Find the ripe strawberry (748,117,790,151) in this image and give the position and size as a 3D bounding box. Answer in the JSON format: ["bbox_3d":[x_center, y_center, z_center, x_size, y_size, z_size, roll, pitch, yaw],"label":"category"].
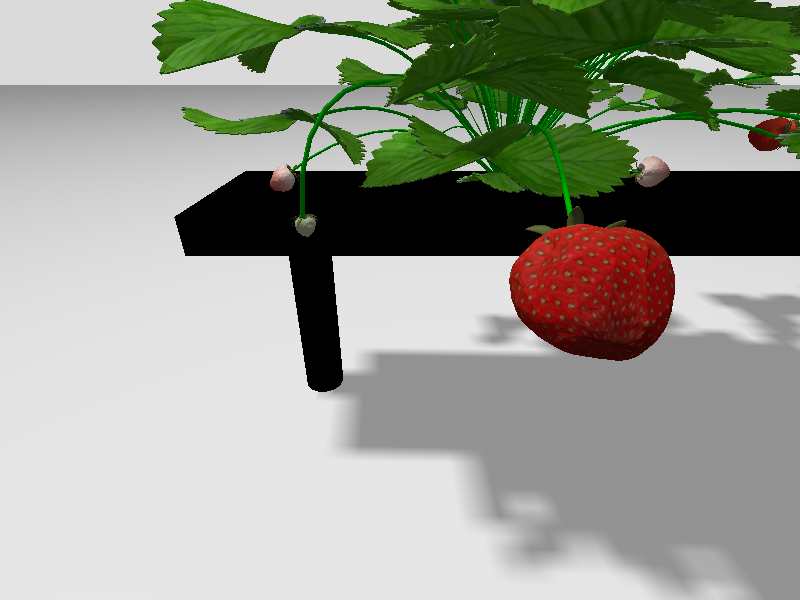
[{"bbox_3d":[0.455,-0.205,0.495,0.034,0.039,0.037,-13,30,-22],"label":"ripe strawberry"}]

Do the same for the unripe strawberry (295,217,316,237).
[{"bbox_3d":[-0.045,-0.035,0.190,0.009,0.010,0.010,22,36,33],"label":"unripe strawberry"}]

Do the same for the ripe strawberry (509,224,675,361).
[{"bbox_3d":[0.062,-0.001,0.132,0.050,0.045,0.045,3,41,6],"label":"ripe strawberry"}]

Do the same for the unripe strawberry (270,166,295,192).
[{"bbox_3d":[-0.097,-0.099,0.329,0.022,0.019,0.022,-32,28,12],"label":"unripe strawberry"}]

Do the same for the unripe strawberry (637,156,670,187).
[{"bbox_3d":[0.220,-0.110,0.346,0.026,0.025,0.024,-1,30,-2],"label":"unripe strawberry"}]

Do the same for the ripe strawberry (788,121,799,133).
[{"bbox_3d":[0.542,-0.233,0.558,0.030,0.025,0.030,0,-17,0],"label":"ripe strawberry"}]
